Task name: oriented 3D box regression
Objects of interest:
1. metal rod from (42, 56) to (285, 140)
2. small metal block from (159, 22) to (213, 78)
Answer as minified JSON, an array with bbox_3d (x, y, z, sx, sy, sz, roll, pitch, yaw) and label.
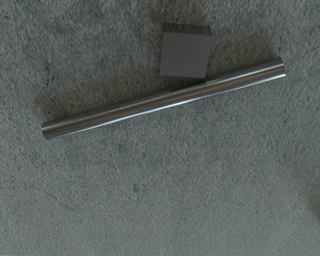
[{"bbox_3d":[-0.005,-0.032,0.379,0.301,0.025,0.025,-14,129,11],"label":"metal rod"},{"bbox_3d":[0.026,-0.084,0.336,0.050,0.025,0.050,3,130,-4],"label":"small metal block"}]
